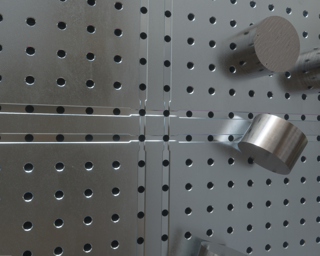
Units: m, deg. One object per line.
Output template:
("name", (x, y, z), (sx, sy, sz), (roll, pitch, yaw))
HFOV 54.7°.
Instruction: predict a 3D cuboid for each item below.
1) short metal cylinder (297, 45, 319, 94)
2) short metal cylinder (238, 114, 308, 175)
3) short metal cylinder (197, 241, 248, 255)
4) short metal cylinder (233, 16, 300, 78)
("short metal cylinder", (0.272, -0.098, 0.502), (0.081, 0.050, 0.079), (0, 90, -20))
("short metal cylinder", (0.160, 0.024, 0.445), (0.080, 0.080, 0.050), (39, 78, -16))
("short metal cylinder", (0.087, 0.193, 0.417), (0.080, 0.080, 0.050), (20, 83, -19))
("short metal cylinder", (0.157, -0.118, 0.459), (0.081, 0.050, 0.079), (0, 90, -20))
